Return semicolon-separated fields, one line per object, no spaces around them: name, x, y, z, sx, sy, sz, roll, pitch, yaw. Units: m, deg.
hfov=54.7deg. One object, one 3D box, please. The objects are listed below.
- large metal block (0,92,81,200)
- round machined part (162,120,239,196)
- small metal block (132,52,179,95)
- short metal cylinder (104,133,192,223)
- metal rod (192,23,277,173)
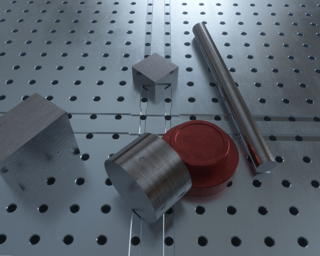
large metal block;-0.145;0.021;0.353;0.050;0.080;0.080;30;56;22
round machined part;0.046;0.029;0.373;0.099;0.042;0.098;0;50;0
small metal block;-0.007;-0.085;0.479;0.050;0.025;0.050;37;59;26
short metal cylinder;-0.013;0.052;0.328;0.050;0.080;0.080;-37;60;-27
metal rod;0.099;-0.066;0.464;0.025;0.025;0.300;-8;51;-7
